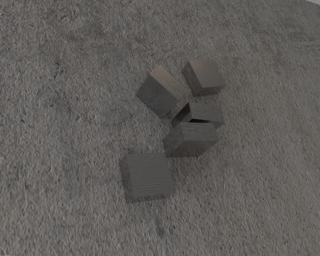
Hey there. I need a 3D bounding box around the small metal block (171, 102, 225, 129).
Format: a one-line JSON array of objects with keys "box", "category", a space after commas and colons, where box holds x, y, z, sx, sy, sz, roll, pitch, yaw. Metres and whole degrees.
[{"box": [0.051, -0.009, 0.420, 0.050, 0.050, 0.025, 6, 60, -26], "category": "small metal block"}]

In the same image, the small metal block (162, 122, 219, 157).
[{"box": [0.038, 0.016, 0.398, 0.050, 0.050, 0.025, 1, 61, -28], "category": "small metal block"}]

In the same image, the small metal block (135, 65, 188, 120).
[{"box": [0.001, -0.047, 0.417, 0.050, 0.050, 0.025, 43, 51, 1], "category": "small metal block"}]

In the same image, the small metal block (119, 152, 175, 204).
[{"box": [-0.016, 0.057, 0.360, 0.050, 0.025, 0.050, 0, 62, -28], "category": "small metal block"}]

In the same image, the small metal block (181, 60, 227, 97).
[{"box": [0.069, -0.079, 0.489, 0.050, 0.025, 0.050, -10, 67, -33], "category": "small metal block"}]
